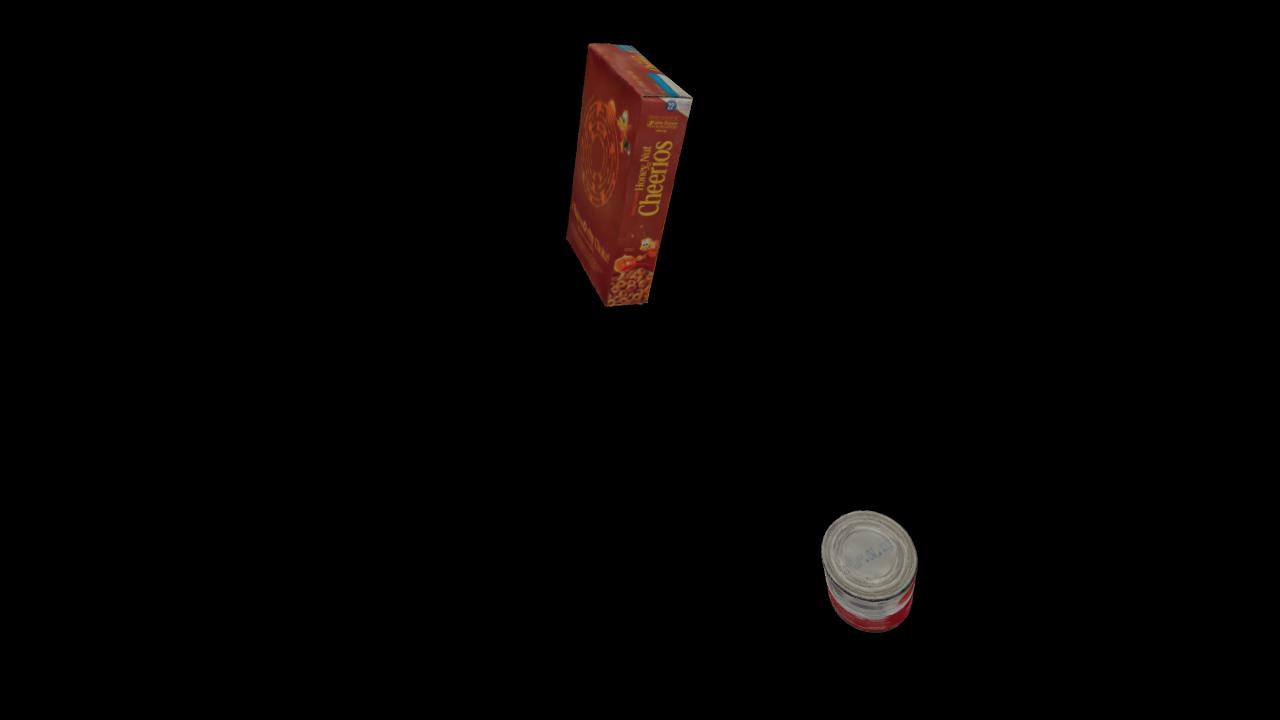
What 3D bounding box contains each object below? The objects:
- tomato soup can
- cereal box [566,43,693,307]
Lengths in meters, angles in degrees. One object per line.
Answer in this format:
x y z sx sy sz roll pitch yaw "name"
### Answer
0.177 0.165 0.478 0.068 0.068 0.101 0 -34 22 "tomato soup can"
-0.028 -0.257 0.871 0.081 0.306 0.203 -7 42 -24 "cereal box"
